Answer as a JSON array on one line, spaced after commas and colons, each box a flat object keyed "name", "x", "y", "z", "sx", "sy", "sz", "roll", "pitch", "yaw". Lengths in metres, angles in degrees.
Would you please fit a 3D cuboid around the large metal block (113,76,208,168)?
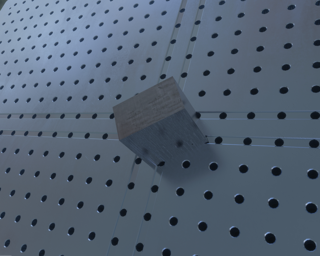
[{"name": "large metal block", "x": 0.002, "y": -0.004, "z": 0.375, "sx": 0.080, "sy": 0.080, "sz": 0.050, "roll": -26, "pitch": 53, "yaw": 12}]
